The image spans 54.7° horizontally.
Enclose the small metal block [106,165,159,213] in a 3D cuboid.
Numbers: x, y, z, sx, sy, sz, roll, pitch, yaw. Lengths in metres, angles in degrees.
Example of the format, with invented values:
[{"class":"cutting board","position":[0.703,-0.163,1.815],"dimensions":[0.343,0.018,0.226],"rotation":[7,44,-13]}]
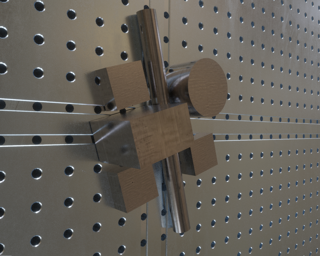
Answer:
[{"class":"small metal block","position":[-0.033,0.069,0.383],"dimensions":[0.050,0.025,0.050],"rotation":[-20,103,-38]}]

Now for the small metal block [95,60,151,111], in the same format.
[{"class":"small metal block","position":[-0.044,-0.051,0.374],"dimensions":[0.050,0.025,0.050],"rotation":[-22,104,-38]}]

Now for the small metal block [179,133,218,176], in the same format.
[{"class":"small metal block","position":[0.056,0.037,0.459],"dimensions":[0.050,0.025,0.050],"rotation":[-19,102,-39]}]

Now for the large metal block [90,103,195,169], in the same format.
[{"class":"large metal block","position":[-0.020,0.006,0.356],"dimensions":[0.081,0.080,0.050],"rotation":[-20,103,-39]}]

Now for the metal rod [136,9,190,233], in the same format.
[{"class":"metal rod","position":[0.006,-0.003,0.416],"dimensions":[0.025,0.025,0.298],"rotation":[-16,100,-39]}]

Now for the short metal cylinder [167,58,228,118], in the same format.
[{"class":"short metal cylinder","position":[0.050,-0.055,0.436],"dimensions":[0.081,0.050,0.079],"rotation":[0,90,-40]}]
